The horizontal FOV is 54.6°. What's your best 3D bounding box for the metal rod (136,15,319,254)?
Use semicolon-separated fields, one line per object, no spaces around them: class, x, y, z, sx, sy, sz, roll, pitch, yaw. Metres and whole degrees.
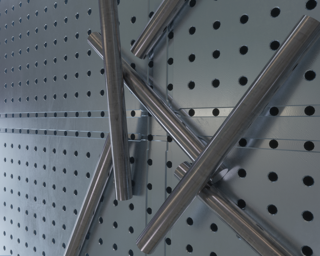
metal rod;0.063;0.020;0.329;0.025;0.025;0.299;43;108;31

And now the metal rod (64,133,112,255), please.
metal rod;-0.121;0.143;0.510;0.025;0.025;0.298;36;112;34

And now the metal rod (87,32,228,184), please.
metal rod;-0.018;-0.044;0.425;0.300;0.025;0.025;49;119;29

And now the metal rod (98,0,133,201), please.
metal rod;-0.062;-0.046;0.433;0.025;0.025;0.298;3;101;40

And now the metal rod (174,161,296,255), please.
metal rod;0.123;0.133;0.307;0.300;0.025;0.025;40;115;32

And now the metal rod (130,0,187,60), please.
metal rod;0.055;-0.204;0.364;0.299;0.025;0.025;-49;61;28
